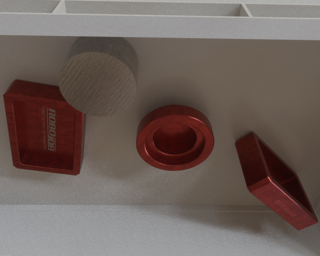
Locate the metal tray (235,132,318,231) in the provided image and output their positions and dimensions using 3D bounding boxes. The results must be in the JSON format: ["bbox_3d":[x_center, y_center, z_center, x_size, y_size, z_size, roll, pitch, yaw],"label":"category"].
[{"bbox_3d":[0.162,0.074,0.432,0.030,0.090,0.130,-37,122,26],"label":"metal tray"}]

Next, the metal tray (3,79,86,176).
[{"bbox_3d":[-0.147,0.005,0.407,0.091,0.030,0.129,9,130,-8],"label":"metal tray"}]

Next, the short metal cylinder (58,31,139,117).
[{"bbox_3d":[-0.065,-0.059,0.342,0.081,0.050,0.079,0,130,0],"label":"short metal cylinder"}]

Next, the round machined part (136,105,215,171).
[{"bbox_3d":[0.019,0.008,0.405,0.099,0.042,0.097,-1,130,0],"label":"round machined part"}]

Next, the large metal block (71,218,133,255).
[{"bbox_3d":[-0.108,0.224,0.584,0.080,0.050,0.080,34,122,-26],"label":"large metal block"}]
